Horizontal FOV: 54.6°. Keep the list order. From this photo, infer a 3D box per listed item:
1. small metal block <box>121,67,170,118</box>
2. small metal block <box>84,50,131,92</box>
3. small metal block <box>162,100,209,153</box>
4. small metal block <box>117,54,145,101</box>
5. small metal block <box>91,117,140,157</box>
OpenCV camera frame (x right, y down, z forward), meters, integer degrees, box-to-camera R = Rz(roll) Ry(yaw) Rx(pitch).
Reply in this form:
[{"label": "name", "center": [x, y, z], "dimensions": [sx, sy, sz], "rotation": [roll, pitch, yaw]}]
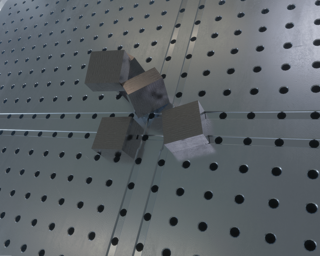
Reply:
[{"label": "small metal block", "center": [-0.019, -0.048, 0.425], "dimensions": [0.050, 0.050, 0.025], "rotation": [-27, 52, -7]}, {"label": "small metal block", "center": [-0.072, -0.079, 0.430], "dimensions": [0.050, 0.025, 0.050], "rotation": [1, 71, 16]}, {"label": "small metal block", "center": [0.032, -0.002, 0.394], "dimensions": [0.050, 0.025, 0.050], "rotation": [-16, 55, 19]}, {"label": "small metal block", "center": [-0.050, -0.077, 0.467], "dimensions": [0.050, 0.050, 0.025], "rotation": [-48, 51, -5]}, {"label": "small metal block", "center": [-0.061, 0.012, 0.434], "dimensions": [0.050, 0.025, 0.050], "rotation": [0, 62, 28]}]
